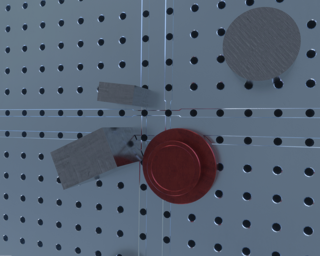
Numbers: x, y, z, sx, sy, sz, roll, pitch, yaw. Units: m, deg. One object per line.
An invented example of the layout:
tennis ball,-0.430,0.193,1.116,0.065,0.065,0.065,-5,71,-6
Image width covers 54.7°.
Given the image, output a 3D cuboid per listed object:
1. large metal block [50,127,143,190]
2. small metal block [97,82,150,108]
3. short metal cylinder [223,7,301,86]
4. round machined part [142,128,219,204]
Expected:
large metal block,-0.080,0.038,0.410,0.080,0.080,0.050,-24,82,18
small metal block,-0.048,-0.044,0.415,0.050,0.050,0.025,8,93,19
short metal cylinder,0.117,-0.091,0.358,0.080,0.050,0.079,0,90,19
round machined part,0.022,0.049,0.395,0.098,0.042,0.097,0,90,19
